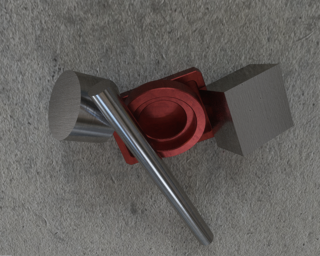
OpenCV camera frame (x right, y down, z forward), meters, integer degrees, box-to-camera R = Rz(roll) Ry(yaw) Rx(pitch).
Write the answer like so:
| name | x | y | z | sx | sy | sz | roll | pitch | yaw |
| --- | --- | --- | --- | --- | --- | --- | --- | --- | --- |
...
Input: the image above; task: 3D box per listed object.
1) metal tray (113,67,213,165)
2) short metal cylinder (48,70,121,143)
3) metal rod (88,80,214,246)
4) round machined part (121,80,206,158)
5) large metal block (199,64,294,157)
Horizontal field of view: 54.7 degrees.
| name | x | y | z | sx | sy | sz | roll | pitch | yaw |
| --- | --- | --- | --- | --- | --- | --- | --- | --- | --- |
| metal tray | 0.002 | -0.015 | 0.403 | 0.131 | 0.030 | 0.090 | -19 | 109 | 6 |
| short metal cylinder | -0.090 | -0.023 | 0.365 | 0.050 | 0.080 | 0.079 | 8 | 115 | -42 |
| metal rod | 0.005 | 0.065 | 0.388 | 0.025 | 0.025 | 0.299 | -26 | 126 | 9 |
| round machined part | 0.003 | -0.014 | 0.371 | 0.099 | 0.042 | 0.097 | -3 | 126 | -4 |
| large metal block | 0.104 | -0.024 | 0.372 | 0.081 | 0.050 | 0.080 | -28 | 110 | -18 |
